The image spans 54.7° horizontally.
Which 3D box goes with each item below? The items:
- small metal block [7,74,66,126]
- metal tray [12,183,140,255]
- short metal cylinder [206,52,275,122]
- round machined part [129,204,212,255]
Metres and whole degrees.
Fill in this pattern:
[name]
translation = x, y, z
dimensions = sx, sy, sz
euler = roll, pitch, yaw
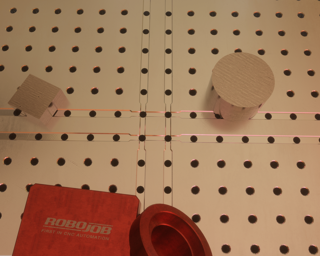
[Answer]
[small metal block]
translation = -0.167, -0.039, 0.424
dimensions = 0.050, 0.025, 0.050
euler = 26, 72, 9
[metal tray]
translation = -0.094, 0.119, 0.364
dimensions = 0.131, 0.030, 0.090
euler = 7, 70, 2
[short metal cylinder]
translation = 0.107, -0.055, 0.420
dimensions = 0.081, 0.050, 0.080
euler = 0, 70, 0
[round machined part]
translation = 0.007, 0.135, 0.335
dimensions = 0.098, 0.099, 0.042
euler = 48, 115, 15
